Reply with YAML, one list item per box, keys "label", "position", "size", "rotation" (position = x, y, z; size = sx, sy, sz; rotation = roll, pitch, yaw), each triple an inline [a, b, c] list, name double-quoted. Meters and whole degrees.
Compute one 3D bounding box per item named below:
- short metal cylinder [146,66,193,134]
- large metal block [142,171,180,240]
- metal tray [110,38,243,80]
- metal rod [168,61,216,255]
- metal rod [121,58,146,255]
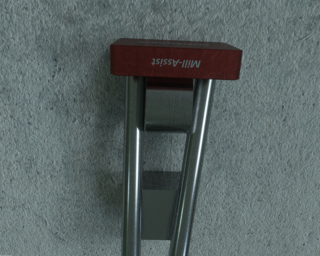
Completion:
- label: "short metal cylinder"
  position: [0.009, -0.033, 0.370]
  size: [0.050, 0.080, 0.079]
  rotation: [2, 110, -2]
- label: "large metal block"
  position: [0.002, 0.108, 0.435]
  size: [0.081, 0.050, 0.079]
  rotation: [2, 110, -1]
- label: "metal tray"
  position: [0.016, -0.079, 0.347]
  size: [0.131, 0.090, 0.030]
  rotation: [2, 110, -1]
- label: "metal rod"
  position: [0.038, 0.063, 0.385]
  size: [0.025, 0.025, 0.298]
  rotation: [8, 95, -3]
- label: "metal rod"
  position: [-0.033, 0.060, 0.384]
  size: [0.025, 0.025, 0.298]
  rotation: [2, 95, -1]
